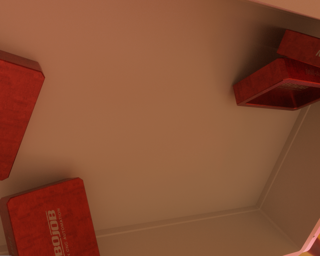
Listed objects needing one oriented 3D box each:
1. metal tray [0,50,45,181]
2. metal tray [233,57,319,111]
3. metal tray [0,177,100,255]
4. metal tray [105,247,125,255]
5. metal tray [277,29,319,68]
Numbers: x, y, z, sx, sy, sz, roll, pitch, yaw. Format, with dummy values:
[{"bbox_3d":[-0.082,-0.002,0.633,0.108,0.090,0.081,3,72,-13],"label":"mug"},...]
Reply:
[{"bbox_3d":[-0.178,-0.014,0.300,0.091,0.030,0.129,15,111,-35],"label":"metal tray"},{"bbox_3d":[0.182,-0.057,0.437,0.131,0.030,0.090,2,161,-30],"label":"metal tray"},{"bbox_3d":[-0.123,0.131,0.359,0.091,0.030,0.129,-12,89,-44],"label":"metal tray"},{"bbox_3d":[-0.029,0.250,0.480,0.030,0.130,0.090,-44,138,-31],"label":"metal tray"},{"bbox_3d":[0.218,-0.090,0.389,0.090,0.130,0.030,-37,147,-62],"label":"metal tray"}]
